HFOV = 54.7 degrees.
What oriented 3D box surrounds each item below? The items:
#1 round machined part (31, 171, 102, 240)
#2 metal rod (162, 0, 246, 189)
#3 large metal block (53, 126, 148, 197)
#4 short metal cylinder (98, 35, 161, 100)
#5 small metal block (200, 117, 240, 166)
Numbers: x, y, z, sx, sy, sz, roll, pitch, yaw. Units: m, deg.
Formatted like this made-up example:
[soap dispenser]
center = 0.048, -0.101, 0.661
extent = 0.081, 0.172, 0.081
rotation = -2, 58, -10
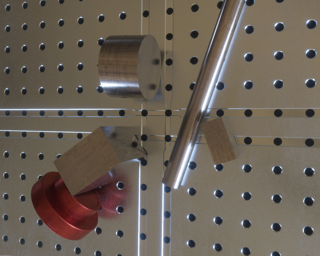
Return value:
[round machined part]
center = -0.118, 0.096, 0.415
extent = 0.042, 0.098, 0.098
rotation = -41, 77, 8
[metal rod]
center = 0.061, -0.066, 0.390
extent = 0.025, 0.025, 0.298
rotation = 21, 97, 18
[large metal block]
center = -0.075, 0.041, 0.409
extent = 0.080, 0.080, 0.050
rotation = -35, 79, 16
[short metal cylinder]
center = -0.036, -0.077, 0.395
extent = 0.050, 0.080, 0.079
rotation = 5, 92, 19
[small metal block]
center = 0.074, 0.015, 0.373
extent = 0.025, 0.050, 0.050
rotation = -21, 83, 18
